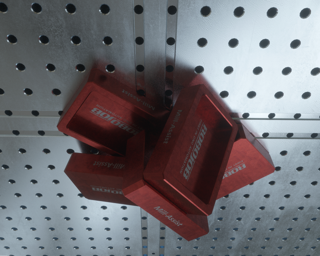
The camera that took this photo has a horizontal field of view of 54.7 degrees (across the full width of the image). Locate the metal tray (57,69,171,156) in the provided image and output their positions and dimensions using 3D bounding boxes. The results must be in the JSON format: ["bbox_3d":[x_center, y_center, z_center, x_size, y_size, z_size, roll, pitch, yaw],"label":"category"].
[{"bbox_3d":[-0.053,-0.007,0.402,0.131,0.030,0.090,29,124,-23],"label":"metal tray"}]

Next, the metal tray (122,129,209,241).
[{"bbox_3d":[0.010,0.073,0.391,0.030,0.090,0.130,-31,124,23],"label":"metal tray"}]

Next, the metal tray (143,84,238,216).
[{"bbox_3d":[0.042,0.024,0.365,0.030,0.130,0.090,-9,136,45],"label":"metal tray"}]

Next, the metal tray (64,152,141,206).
[{"bbox_3d":[-0.058,0.077,0.441,0.131,0.030,0.090,4,143,15],"label":"metal tray"}]

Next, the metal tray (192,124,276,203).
[{"bbox_3d":[0.089,0.059,0.458,0.130,0.030,0.090,-34,123,25],"label":"metal tray"}]
